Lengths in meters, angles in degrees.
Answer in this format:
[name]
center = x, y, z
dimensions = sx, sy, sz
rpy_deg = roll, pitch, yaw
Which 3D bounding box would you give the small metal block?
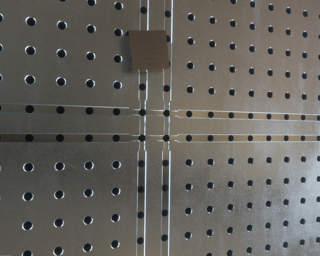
[small metal block]
center = -0.018, -0.100, 0.407
dimensions = 0.050, 0.025, 0.050
rpy_deg = -7, 93, -20
